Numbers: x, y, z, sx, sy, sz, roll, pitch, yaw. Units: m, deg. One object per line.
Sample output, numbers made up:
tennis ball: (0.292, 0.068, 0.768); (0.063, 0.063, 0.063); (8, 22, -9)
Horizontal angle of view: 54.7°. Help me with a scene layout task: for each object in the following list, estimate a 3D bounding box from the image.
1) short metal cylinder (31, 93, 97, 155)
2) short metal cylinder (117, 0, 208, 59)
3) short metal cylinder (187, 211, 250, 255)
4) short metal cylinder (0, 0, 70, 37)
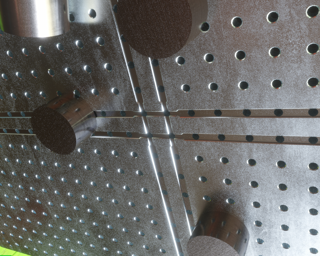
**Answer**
short metal cylinder: (-0.144, -0.007, 0.467); (0.080, 0.050, 0.079); (13, 124, 21)
short metal cylinder: (0.003, -0.118, 0.320); (0.080, 0.050, 0.079); (13, 124, 21)
short metal cylinder: (0.086, 0.169, 0.455); (0.080, 0.050, 0.079); (13, 124, 21)
short metal cylinder: (-0.149, -0.145, 0.365); (0.080, 0.080, 0.050); (19, 126, 17)
